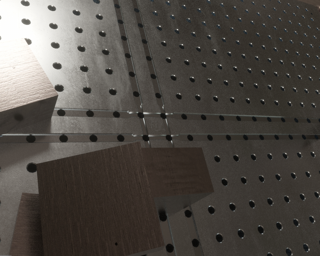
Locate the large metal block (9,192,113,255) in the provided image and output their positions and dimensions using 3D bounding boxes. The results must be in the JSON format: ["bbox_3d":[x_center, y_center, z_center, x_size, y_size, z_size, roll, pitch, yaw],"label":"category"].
[{"bbox_3d":[-0.090,0.108,0.278,0.081,0.050,0.080,12,57,-22],"label":"large metal block"}]

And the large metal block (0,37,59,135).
[{"bbox_3d":[-0.168,-0.042,0.328,0.081,0.050,0.080,-25,76,-37],"label":"large metal block"}]

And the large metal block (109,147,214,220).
[{"bbox_3d":[-0.002,0.061,0.336,0.081,0.080,0.050,2,61,-28],"label":"large metal block"}]

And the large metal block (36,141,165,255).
[{"bbox_3d":[-0.046,0.064,0.247,0.081,0.050,0.080,-12,66,-7],"label":"large metal block"}]
